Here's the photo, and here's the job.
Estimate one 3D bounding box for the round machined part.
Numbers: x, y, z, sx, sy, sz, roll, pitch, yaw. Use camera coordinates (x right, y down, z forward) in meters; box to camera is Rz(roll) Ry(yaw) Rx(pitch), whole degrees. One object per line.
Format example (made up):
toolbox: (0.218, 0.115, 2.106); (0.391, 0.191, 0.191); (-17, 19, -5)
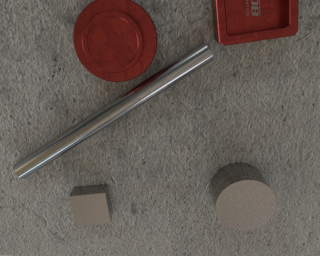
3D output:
round machined part: (-0.052, -0.102, 0.363); (0.099, 0.042, 0.097); (0, 110, -1)

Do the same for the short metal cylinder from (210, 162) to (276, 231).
short metal cylinder: (0.113, 0.095, 0.433); (0.081, 0.050, 0.079); (0, 110, -1)

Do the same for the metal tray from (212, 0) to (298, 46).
metal tray: (0.104, -0.165, 0.347); (0.091, 0.030, 0.129); (-8, 110, 2)

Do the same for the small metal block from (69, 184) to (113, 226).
small metal block: (-0.099, 0.111, 0.450); (0.050, 0.025, 0.050); (-6, 110, 1)

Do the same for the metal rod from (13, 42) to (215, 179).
metal rod: (-0.067, -0.017, 0.402); (0.300, 0.025, 0.025); (-31, 108, 10)
